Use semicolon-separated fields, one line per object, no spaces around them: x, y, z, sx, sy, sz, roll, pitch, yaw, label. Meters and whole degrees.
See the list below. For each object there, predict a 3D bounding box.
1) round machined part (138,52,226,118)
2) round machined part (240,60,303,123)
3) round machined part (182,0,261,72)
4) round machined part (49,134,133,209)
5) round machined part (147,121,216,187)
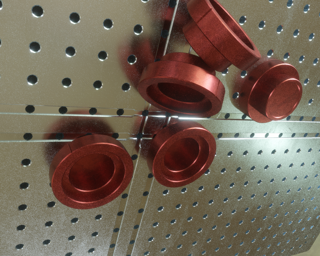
0.027;-0.051;0.360;0.098;0.098;0.042;31;67;-39;round machined part
0.173;-0.050;0.467;0.099;0.042;0.097;-14;125;-21;round machined part
0.063;-0.101;0.343;0.098;0.098;0.042;26;126;-37;round machined part
-0.086;0.049;0.385;0.099;0.042;0.097;-14;125;-21;round machined part
0.027;0.032;0.437;0.099;0.042;0.097;-14;125;-21;round machined part
